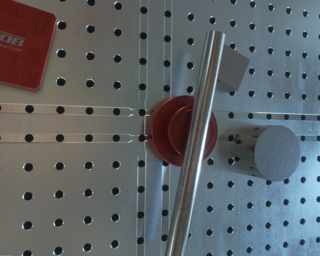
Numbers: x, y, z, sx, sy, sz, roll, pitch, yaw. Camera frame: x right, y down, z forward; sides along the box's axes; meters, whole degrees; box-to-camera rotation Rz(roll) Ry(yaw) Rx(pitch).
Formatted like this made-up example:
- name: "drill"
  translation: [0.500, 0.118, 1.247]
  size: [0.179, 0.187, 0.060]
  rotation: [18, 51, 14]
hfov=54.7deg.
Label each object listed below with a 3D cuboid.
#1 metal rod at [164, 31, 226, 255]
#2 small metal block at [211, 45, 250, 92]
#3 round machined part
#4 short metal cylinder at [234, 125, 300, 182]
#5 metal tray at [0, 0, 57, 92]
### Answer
- name: "metal rod"
  translation: [0.043, 0.027, 0.385]
  size: [0.025, 0.025, 0.298]
  rotation: [12, 86, -20]
- name: "small metal block"
  translation: [0.095, -0.087, 0.449]
  size: [0.050, 0.025, 0.050]
  rotation: [26, 81, -19]
- name: "round machined part"
  translation: [0.036, 0.004, 0.418]
  size: [0.099, 0.042, 0.097]
  rotation: [0, 90, -21]
- name: "short metal cylinder"
  translation: [0.158, 0.036, 0.460]
  size: [0.081, 0.050, 0.079]
  rotation: [0, 90, -20]
- name: "metal tray"
  translation: [-0.190, -0.099, 0.340]
  size: [0.131, 0.030, 0.090]
  rotation: [14, 85, -20]
